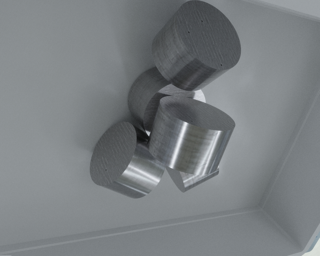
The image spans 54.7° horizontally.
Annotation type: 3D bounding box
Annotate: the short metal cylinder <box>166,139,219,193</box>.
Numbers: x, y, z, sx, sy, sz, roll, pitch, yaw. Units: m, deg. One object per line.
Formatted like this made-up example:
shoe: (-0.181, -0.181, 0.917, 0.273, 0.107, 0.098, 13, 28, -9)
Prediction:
short metal cylinder: (0.035, 0.039, 0.414, 0.050, 0.080, 0.080, -25, 128, -12)

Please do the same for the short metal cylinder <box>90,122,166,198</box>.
short metal cylinder: (-0.039, 0.039, 0.373, 0.050, 0.080, 0.080, 33, 100, -38)

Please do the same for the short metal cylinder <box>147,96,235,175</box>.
short metal cylinder: (0.032, 0.005, 0.326, 0.081, 0.080, 0.050, 3, 117, -30)

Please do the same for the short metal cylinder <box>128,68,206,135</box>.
short metal cylinder: (0.008, -0.028, 0.376, 0.081, 0.050, 0.079, -14, 124, -21)

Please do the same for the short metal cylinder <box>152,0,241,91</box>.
short metal cylinder: (0.038, -0.086, 0.330, 0.081, 0.080, 0.050, 4, 159, -30)
